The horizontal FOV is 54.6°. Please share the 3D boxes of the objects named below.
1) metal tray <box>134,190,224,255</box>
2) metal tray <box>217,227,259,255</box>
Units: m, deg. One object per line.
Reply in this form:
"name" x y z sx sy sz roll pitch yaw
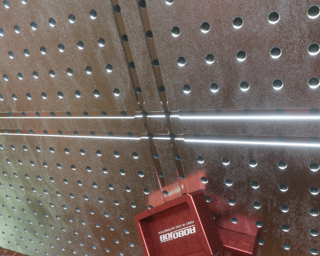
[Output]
"metal tray" 0.023 0.157 0.465 0.130 0.030 0.090 -33 69 38
"metal tray" 0.102 0.217 0.488 0.090 0.030 0.129 9 123 23
